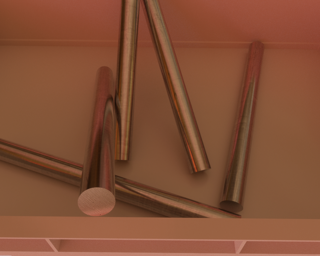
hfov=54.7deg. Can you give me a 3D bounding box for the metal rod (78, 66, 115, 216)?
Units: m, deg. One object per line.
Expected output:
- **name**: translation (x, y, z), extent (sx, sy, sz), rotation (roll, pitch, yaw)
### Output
- **metal rod**: translation (-0.064, -0.016, 0.343), extent (0.025, 0.025, 0.300), rotation (-6, 27, -6)

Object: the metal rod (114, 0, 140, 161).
- **metal rod**: translation (-0.041, -0.109, 0.397), extent (0.025, 0.025, 0.298), rotation (2, 82, 1)

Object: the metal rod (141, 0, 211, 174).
- **metal rod**: translation (0.010, -0.088, 0.402), extent (0.025, 0.025, 0.299), rotation (-13, 75, -11)

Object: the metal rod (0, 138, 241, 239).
- **metal rod**: translation (-0.061, 0.063, 0.351), extent (0.301, 0.025, 0.025), rotation (16, 52, 12)

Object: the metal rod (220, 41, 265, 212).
- **metal rod**: translation (0.120, -0.025, 0.427), extent (0.025, 0.025, 0.300), rotation (13, 51, 10)
